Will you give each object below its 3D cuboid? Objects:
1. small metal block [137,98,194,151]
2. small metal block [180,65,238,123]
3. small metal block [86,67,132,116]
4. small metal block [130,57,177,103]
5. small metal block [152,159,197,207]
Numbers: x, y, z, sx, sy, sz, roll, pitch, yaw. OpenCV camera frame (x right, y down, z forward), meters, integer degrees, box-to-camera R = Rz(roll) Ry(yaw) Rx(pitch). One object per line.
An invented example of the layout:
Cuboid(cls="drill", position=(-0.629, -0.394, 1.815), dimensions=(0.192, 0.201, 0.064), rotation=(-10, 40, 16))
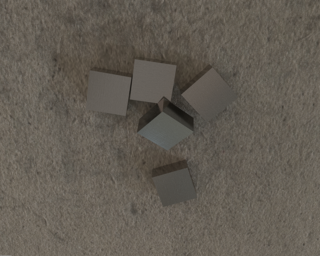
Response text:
Cuboid(cls="small metal block", position=(0.007, -0.003, 0.394), dimensions=(0.050, 0.025, 0.050), rotation=(32, 130, -25))
Cuboid(cls="small metal block", position=(0.062, -0.044, 0.394), dimensions=(0.050, 0.025, 0.050), rotation=(-41, 106, 13))
Cuboid(cls="small metal block", position=(-0.064, -0.046, 0.392), dimensions=(0.050, 0.025, 0.050), rotation=(9, 110, -4))
Cuboid(cls="small metal block", position=(-0.009, -0.059, 0.388), dimensions=(0.050, 0.025, 0.050), rotation=(8, 110, -4))
Cuboid(cls="small metal block", position=(0.021, 0.078, 0.439), dimensions=(0.050, 0.025, 0.050), rotation=(-17, 110, 5))
